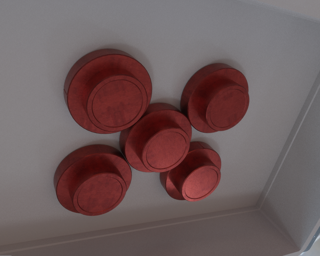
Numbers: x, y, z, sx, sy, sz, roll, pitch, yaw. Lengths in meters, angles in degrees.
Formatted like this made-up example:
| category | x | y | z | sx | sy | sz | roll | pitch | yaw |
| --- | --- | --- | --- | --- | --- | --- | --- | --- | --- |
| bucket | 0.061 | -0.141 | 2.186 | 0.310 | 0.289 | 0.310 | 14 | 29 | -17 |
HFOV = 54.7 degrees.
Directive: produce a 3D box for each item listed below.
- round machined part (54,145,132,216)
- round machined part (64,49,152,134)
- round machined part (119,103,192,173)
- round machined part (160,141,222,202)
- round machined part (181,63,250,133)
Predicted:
| category | x | y | z | sx | sy | sz | roll | pitch | yaw |
| --- | --- | --- | --- | --- | --- | --- | --- | --- | --- |
| round machined part | -0.082 | 0.073 | 0.398 | 0.099 | 0.042 | 0.097 | -14 | 125 | -21 |
| round machined part | -0.053 | -0.035 | 0.346 | 0.099 | 0.042 | 0.097 | -14 | 125 | -21 |
| round machined part | 0.000 | 0.020 | 0.409 | 0.099 | 0.042 | 0.097 | -14 | 125 | -21 |
| round machined part | 0.053 | 0.073 | 0.472 | 0.099 | 0.042 | 0.097 | -14 | 125 | -21 |
| round machined part | 0.081 | -0.035 | 0.421 | 0.099 | 0.042 | 0.097 | -14 | 125 | -21 |
